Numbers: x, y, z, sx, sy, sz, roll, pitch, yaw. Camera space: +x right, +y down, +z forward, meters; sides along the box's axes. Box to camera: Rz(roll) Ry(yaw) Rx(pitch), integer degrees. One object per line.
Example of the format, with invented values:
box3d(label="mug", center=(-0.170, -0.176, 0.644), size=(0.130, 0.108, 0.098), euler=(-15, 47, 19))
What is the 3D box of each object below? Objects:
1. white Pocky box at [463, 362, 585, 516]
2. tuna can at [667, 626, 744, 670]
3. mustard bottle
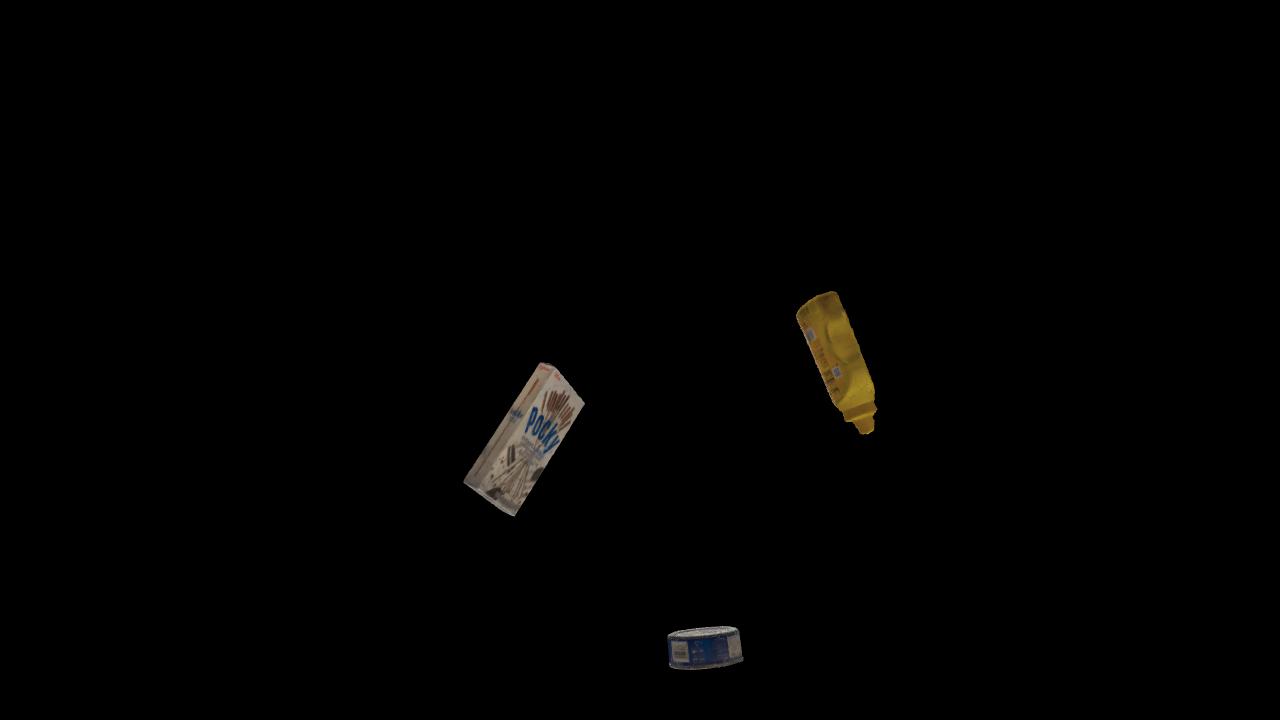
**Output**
box3d(label="white Pocky box", center=(-0.124, 0.087, 0.679), size=(0.028, 0.154, 0.084), euler=(17, -25, 31))
box3d(label="tuna can", center=(0.073, 0.324, 0.695), size=(0.084, 0.034, 0.084), euler=(-5, -18, -2))
box3d(label="mustard bottle", center=(0.262, 0.009, 0.803), size=(0.054, 0.184, 0.092), euler=(-15, -15, -11))
